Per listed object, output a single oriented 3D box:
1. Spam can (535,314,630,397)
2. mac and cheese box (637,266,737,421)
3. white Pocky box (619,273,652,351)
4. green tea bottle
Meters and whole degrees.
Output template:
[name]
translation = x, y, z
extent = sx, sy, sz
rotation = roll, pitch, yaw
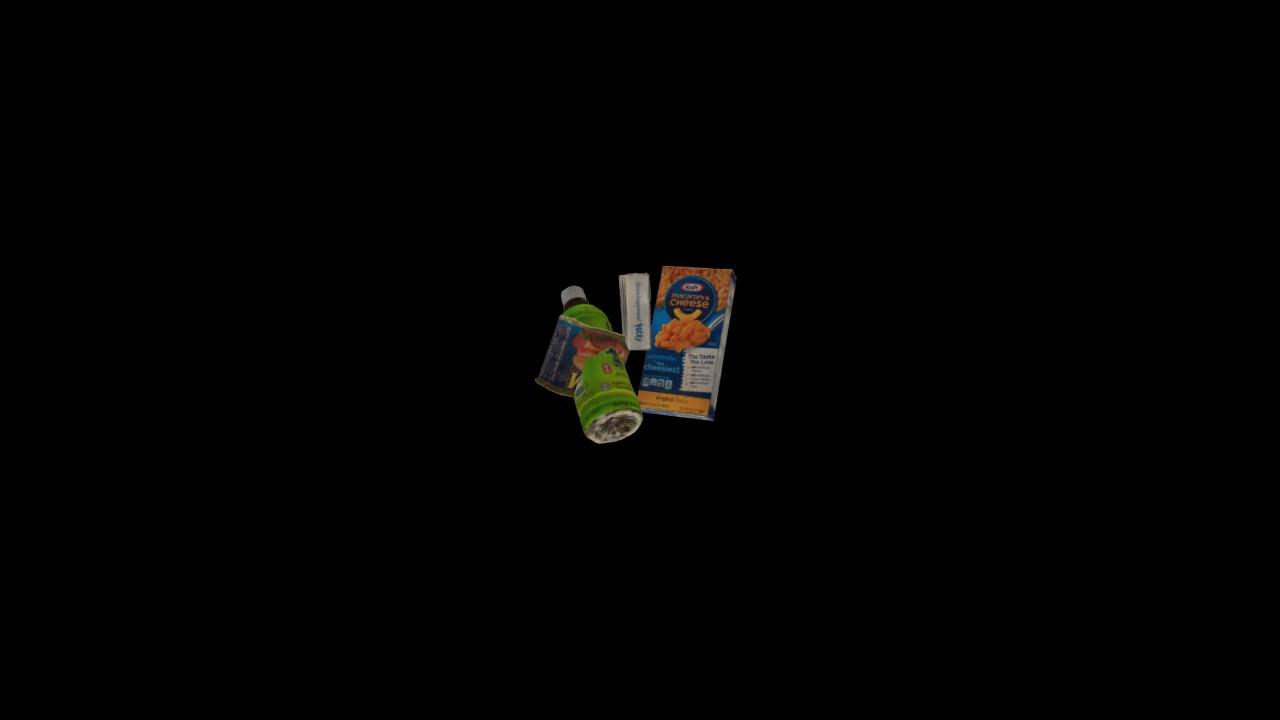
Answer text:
[Spam can]
translation = -0.063, 0.000, 0.729
extent = 0.101, 0.085, 0.058
rotation = 16, 5, -46
[mac and cheese box]
translation = 0.058, -0.023, 0.751
extent = 0.093, 0.184, 0.041
rotation = 5, -14, 21
[white Pocky box]
translation = -0.007, -0.060, 0.724
extent = 0.028, 0.084, 0.154
rotation = -3, 8, -4
[green tea bottle]
translation = -0.059, -0.005, 0.738
extent = 0.073, 0.212, 0.073
rotation = -15, -33, -10
